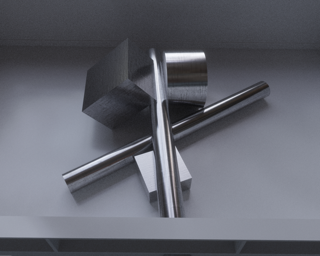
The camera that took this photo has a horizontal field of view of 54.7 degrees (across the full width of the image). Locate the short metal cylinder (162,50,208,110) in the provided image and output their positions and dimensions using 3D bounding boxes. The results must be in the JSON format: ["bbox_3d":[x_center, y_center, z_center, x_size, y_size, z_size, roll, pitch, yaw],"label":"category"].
[{"bbox_3d":[0.031,-0.065,0.422,0.050,0.080,0.080,-2,50,-4],"label":"short metal cylinder"}]

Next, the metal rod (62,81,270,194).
[{"bbox_3d":[0.023,0.003,0.400,0.302,0.025,0.025,-25,55,-20],"label":"metal rod"}]

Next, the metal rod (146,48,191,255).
[{"bbox_3d":[0.002,0.003,0.367,0.025,0.025,0.300,-4,49,-3],"label":"metal rod"}]

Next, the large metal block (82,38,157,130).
[{"bbox_3d":[-0.053,-0.057,0.409,0.080,0.050,0.080,-31,44,27],"label":"large metal block"}]

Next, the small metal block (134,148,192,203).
[{"bbox_3d":[0.003,0.052,0.360,0.050,0.025,0.050,-17,52,-14],"label":"small metal block"}]
